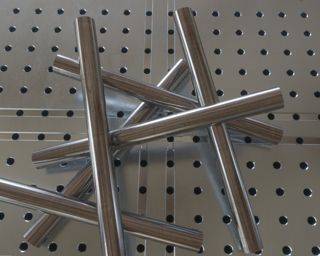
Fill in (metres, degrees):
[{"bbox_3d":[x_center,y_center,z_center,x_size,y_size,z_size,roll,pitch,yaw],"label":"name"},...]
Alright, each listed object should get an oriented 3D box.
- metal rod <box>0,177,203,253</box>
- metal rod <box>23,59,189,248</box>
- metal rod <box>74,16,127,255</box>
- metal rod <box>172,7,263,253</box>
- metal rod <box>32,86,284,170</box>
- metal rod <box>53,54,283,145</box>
[{"bbox_3d":[-0.098,0.092,0.353,0.301,0.025,0.025,16,71,-4],"label":"metal rod"},{"bbox_3d":[-0.057,0.021,0.403,0.025,0.025,0.300,37,74,12],"label":"metal rod"},{"bbox_3d":[-0.068,0.013,0.350,0.025,0.025,0.299,-9,77,-3],"label":"metal rod"},{"bbox_3d":[0.068,-0.002,0.376,0.025,0.025,0.299,-15,85,-5],"label":"metal rod"},{"bbox_3d":[-0.012,0.004,0.365,0.301,0.025,0.025,-15,70,11],"label":"metal rod"},{"bbox_3d":[0.013,-0.035,0.400,0.301,0.025,0.025,18,71,-3],"label":"metal rod"}]
